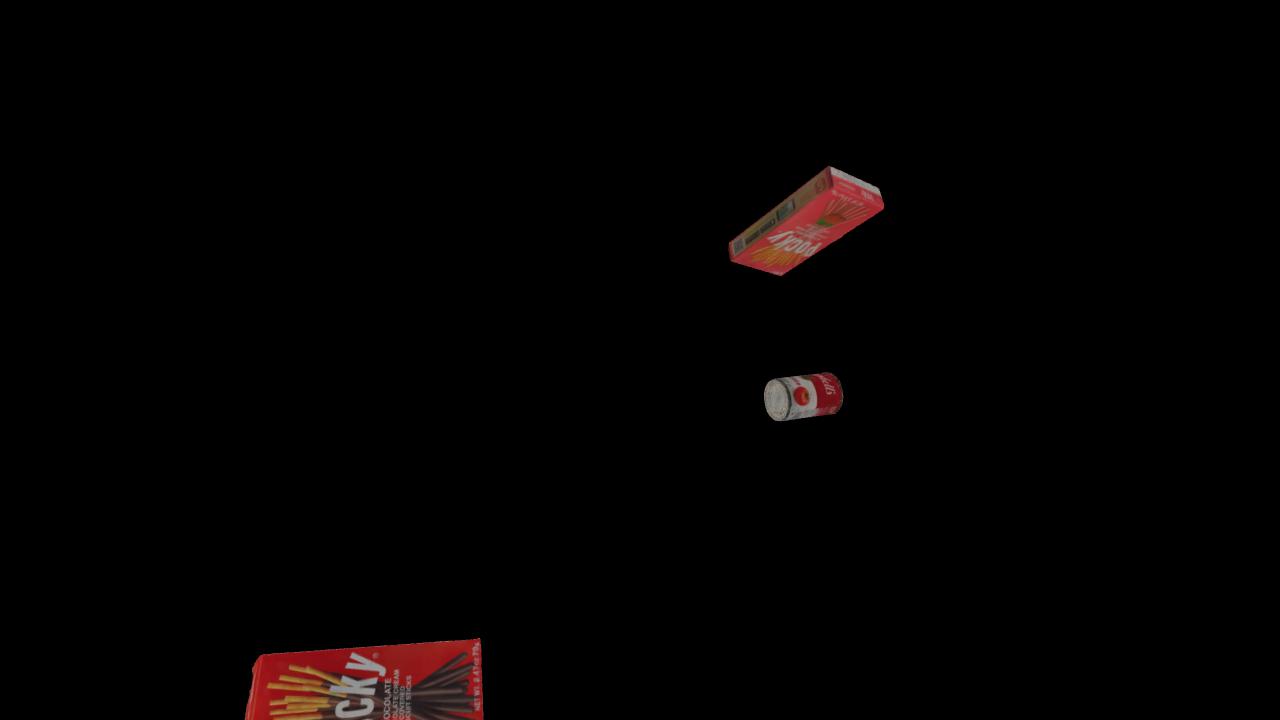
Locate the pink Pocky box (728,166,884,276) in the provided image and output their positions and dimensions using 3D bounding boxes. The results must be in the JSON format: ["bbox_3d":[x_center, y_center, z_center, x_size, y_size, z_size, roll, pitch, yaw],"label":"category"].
[{"bbox_3d":[0.179,-0.147,0.679,0.084,0.029,0.155,10,-27,-33],"label":"pink Pocky box"}]

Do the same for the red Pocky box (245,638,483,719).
[{"bbox_3d":[-0.188,0.247,0.433,0.155,0.083,0.028,11,-40,-32],"label":"red Pocky box"}]

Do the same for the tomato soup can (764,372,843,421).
[{"bbox_3d":[0.251,0.057,0.950,0.101,0.068,0.068,-5,2,-21],"label":"tomato soup can"}]
